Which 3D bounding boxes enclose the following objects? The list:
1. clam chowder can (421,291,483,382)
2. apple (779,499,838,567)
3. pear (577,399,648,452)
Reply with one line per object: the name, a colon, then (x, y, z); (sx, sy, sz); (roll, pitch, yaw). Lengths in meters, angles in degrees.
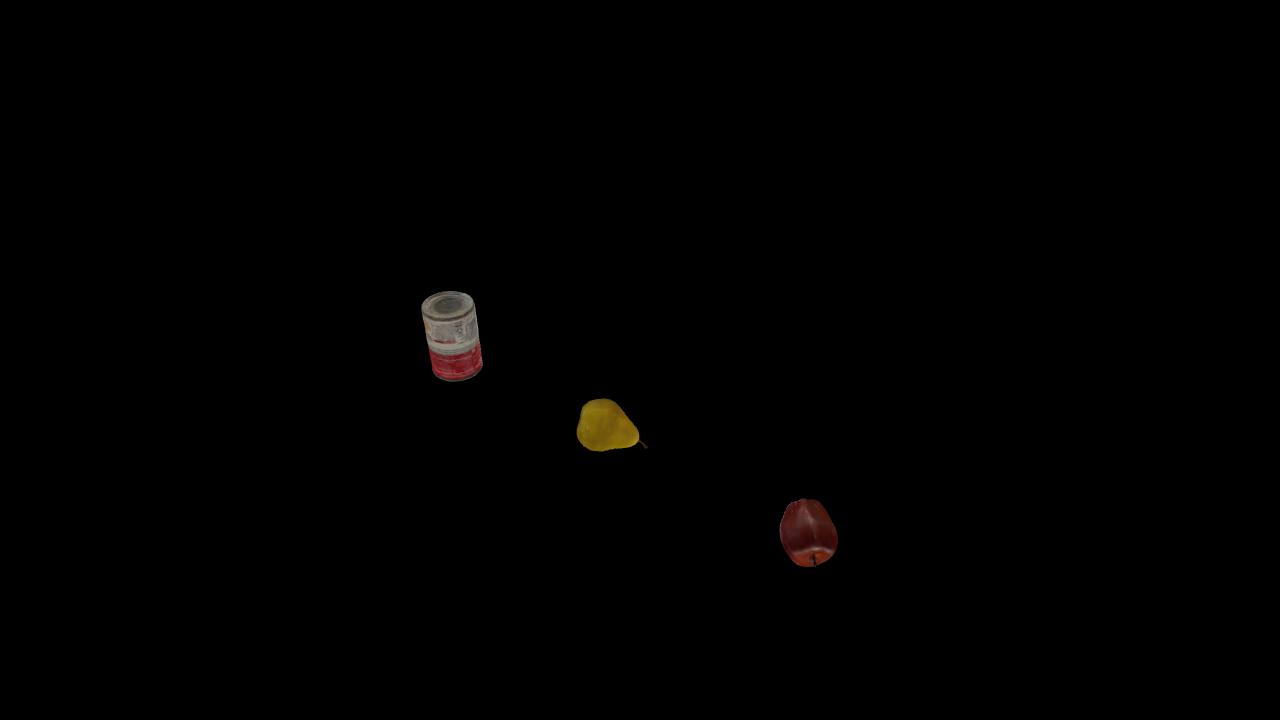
clam chowder can: (-0.247, -0.031, 0.811); (0.068, 0.102, 0.068); (3, 39, -2)
apple: (0.234, 0.243, 0.861); (0.079, 0.093, 0.079); (-1, -42, -1)
pear: (-0.037, 0.102, 0.920); (0.111, 0.080, 0.080); (13, -2, -7)
